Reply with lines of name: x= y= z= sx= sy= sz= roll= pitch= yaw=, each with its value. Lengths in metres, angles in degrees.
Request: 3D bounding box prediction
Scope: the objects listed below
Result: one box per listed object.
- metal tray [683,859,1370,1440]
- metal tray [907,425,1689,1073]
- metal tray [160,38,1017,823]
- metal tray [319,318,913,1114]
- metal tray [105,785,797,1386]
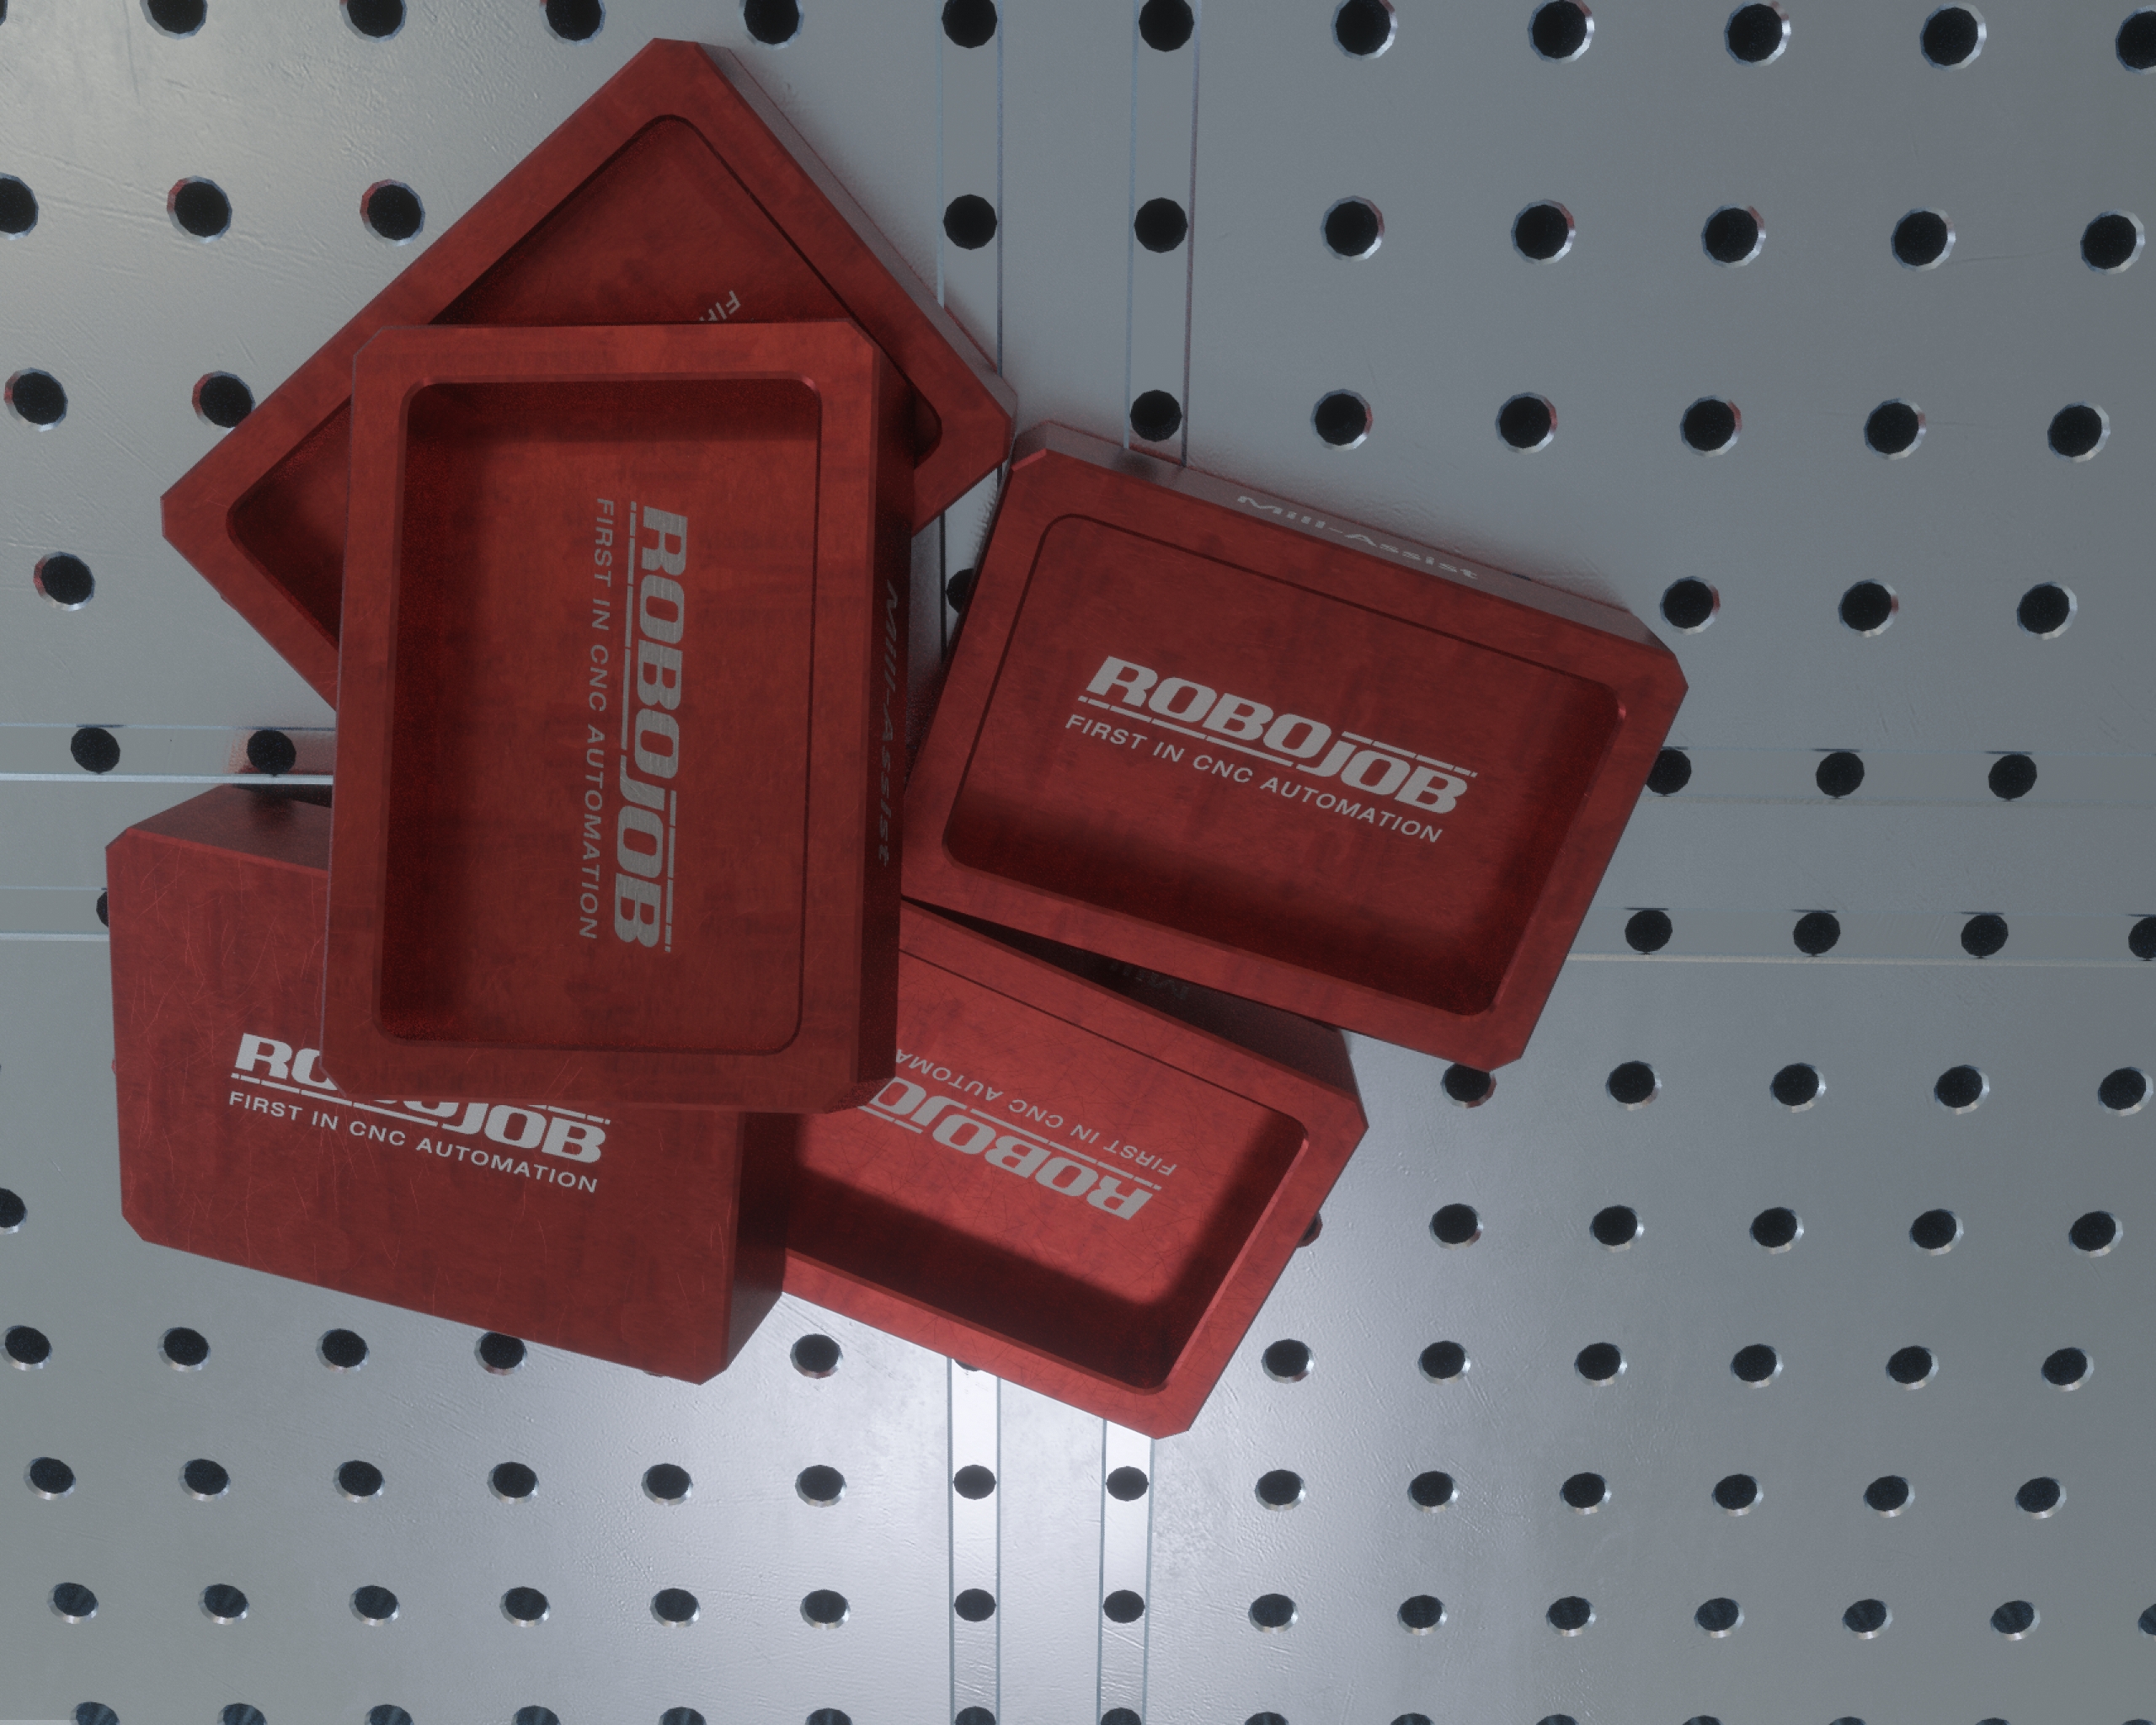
metal tray: x=-0.018 y=0.055 z=0.430 sx=0.131 sy=0.030 sz=0.090 roll=24 pitch=109 yaw=-9
metal tray: x=0.038 y=-0.021 z=0.402 sx=0.131 sy=0.030 sz=0.089 roll=17 pitch=110 yaw=-7
metal tray: x=-0.087 y=-0.073 z=0.382 sx=0.130 sy=0.030 sz=0.090 roll=-38 pitch=105 yaw=12
metal tray: x=-0.077 y=-0.024 z=0.355 sx=0.090 sy=0.030 sz=0.129 roll=1 pitch=86 yaw=7
metal tray: x=-0.121 y=0.042 z=0.407 sx=0.130 sy=0.030 sz=0.089 roll=11 pitch=111 yaw=10
